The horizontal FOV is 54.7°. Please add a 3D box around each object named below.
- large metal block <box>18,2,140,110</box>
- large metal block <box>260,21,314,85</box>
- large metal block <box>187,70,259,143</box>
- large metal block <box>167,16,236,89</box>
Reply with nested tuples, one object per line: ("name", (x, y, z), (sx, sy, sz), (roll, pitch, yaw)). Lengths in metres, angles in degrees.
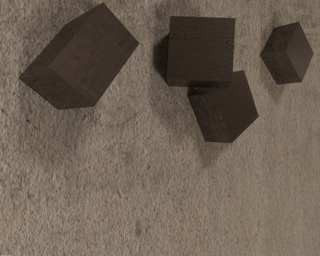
("large metal block", (-0.080, -0.066, 0.303), (0.050, 0.080, 0.080), (45, 63, -31))
("large metal block", (0.247, -0.143, 0.599), (0.080, 0.050, 0.080), (46, 62, -31))
("large metal block", (0.098, -0.033, 0.474), (0.080, 0.050, 0.080), (-37, 113, -34))
("large metal block", (0.053, -0.097, 0.407), (0.080, 0.050, 0.080), (3, 87, 4))
